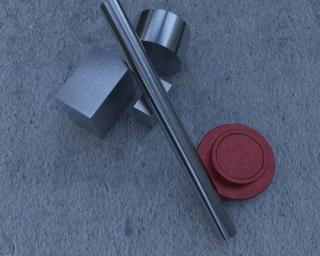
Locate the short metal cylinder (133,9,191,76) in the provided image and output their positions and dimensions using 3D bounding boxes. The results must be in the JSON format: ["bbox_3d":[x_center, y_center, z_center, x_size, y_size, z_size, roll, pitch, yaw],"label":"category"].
[{"bbox_3d":[-0.003,-0.113,0.420,0.080,0.080,0.050,15,71,5],"label":"short metal cylinder"}]

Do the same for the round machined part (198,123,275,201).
[{"bbox_3d":[0.095,0.040,0.386,0.099,0.042,0.098,0,70,-1],"label":"round machined part"}]

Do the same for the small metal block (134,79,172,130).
[{"bbox_3d":[-0.009,-0.032,0.406,0.025,0.050,0.050,29,73,10],"label":"small metal block"}]

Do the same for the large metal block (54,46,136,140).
[{"bbox_3d":[-0.077,-0.041,0.393,0.050,0.080,0.080,30,73,10],"label":"large metal block"}]

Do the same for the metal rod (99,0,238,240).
[{"bbox_3d":[0.011,-0.008,0.358,0.025,0.025,0.299,-28,93,-10],"label":"metal rod"}]
